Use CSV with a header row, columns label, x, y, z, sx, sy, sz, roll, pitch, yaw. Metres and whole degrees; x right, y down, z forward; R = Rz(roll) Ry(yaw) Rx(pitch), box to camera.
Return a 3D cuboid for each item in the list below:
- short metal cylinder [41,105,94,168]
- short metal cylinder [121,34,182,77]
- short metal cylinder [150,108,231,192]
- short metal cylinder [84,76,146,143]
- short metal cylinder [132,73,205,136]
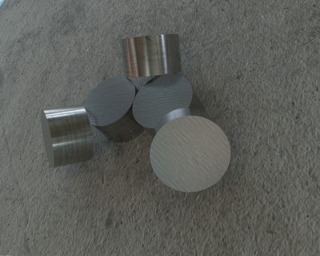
label,x,y,z,sx,sy,sz,roll,pitch,yaw
short metal cylinder,-0.128,0.010,0.423,0.050,0.079,0.080,-11,45,-27
short metal cylinder,-0.012,-0.100,0.430,0.080,0.080,0.050,2,105,29
short metal cylinder,0.031,0.021,0.333,0.080,0.080,0.050,-32,10,7
short metal cylinder,-0.058,-0.026,0.435,0.080,0.050,0.080,-13,56,21
short metal cylinder,0.012,-0.023,0.397,0.080,0.050,0.080,-13,56,21
